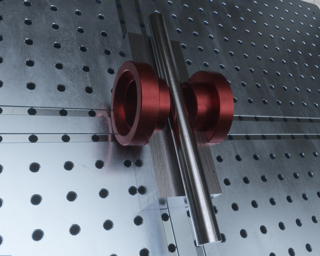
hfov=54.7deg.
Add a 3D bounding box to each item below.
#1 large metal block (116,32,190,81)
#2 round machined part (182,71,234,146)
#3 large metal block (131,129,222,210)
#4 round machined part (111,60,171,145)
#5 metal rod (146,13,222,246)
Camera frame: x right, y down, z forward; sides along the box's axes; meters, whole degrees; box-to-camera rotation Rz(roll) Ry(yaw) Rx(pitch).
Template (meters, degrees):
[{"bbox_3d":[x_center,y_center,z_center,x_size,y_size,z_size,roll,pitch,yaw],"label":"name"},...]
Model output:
[{"bbox_3d":[-0.011,-0.081,0.435,0.081,0.050,0.080,2,61,-27],"label":"large metal block"},{"bbox_3d":[0.049,-0.025,0.403,0.042,0.097,0.098,-1,62,-23],"label":"round machined part"},{"bbox_3d":[0.017,0.049,0.371,0.081,0.050,0.080,3,61,-27],"label":"large metal block"},{"bbox_3d":[-0.022,-0.028,0.365,0.042,0.097,0.098,2,61,-27],"label":"round machined part"},{"bbox_3d":[0.021,-0.019,0.367,0.025,0.025,0.299,3,61,-27],"label":"metal rod"}]
